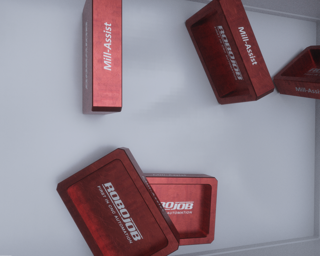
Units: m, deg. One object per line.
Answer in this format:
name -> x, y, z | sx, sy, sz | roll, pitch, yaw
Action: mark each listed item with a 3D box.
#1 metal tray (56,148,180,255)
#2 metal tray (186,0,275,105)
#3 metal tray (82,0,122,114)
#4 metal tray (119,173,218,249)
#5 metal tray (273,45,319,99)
metal tray -> -0.047, 0.098, 0.359 | 0.090, 0.030, 0.130 | -31, 87, 3
metal tray -> 0.089, -0.097, 0.408 | 0.030, 0.090, 0.129 | -28, 99, -18
metal tray -> -0.068, -0.081, 0.350 | 0.030, 0.090, 0.129 | 0, 90, -20
metal tray -> 0.010, 0.107, 0.411 | 0.131, 0.030, 0.089 | 4, 89, -20
metal tray -> 0.240, -0.080, 0.438 | 0.090, 0.130, 0.030 | -40, 115, -12
